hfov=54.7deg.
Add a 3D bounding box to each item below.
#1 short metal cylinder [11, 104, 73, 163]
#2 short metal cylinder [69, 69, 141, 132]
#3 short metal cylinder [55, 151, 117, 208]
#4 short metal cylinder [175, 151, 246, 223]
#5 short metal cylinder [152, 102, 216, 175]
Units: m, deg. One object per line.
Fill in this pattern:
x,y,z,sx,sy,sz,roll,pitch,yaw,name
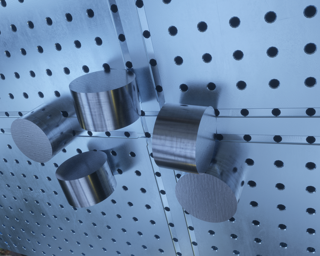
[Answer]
-0.189,0.009,0.497,0.080,0.050,0.079,13,124,20,short metal cylinder
-0.067,-0.036,0.387,0.080,0.080,0.050,7,122,24,short metal cylinder
-0.113,0.077,0.481,0.080,0.080,0.050,-1,118,28,short metal cylinder
0.067,0.076,0.406,0.080,0.050,0.079,13,124,20,short metal cylinder
0.031,0.012,0.365,0.050,0.080,0.079,8,122,24,short metal cylinder
